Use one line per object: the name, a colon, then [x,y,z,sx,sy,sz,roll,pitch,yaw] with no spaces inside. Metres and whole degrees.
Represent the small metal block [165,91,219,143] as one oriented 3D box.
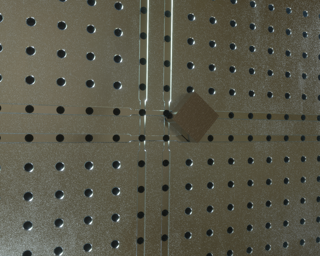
small metal block: [0.045,-0.015,0.431,0.050,0.025,0.050,43,76,-15]
